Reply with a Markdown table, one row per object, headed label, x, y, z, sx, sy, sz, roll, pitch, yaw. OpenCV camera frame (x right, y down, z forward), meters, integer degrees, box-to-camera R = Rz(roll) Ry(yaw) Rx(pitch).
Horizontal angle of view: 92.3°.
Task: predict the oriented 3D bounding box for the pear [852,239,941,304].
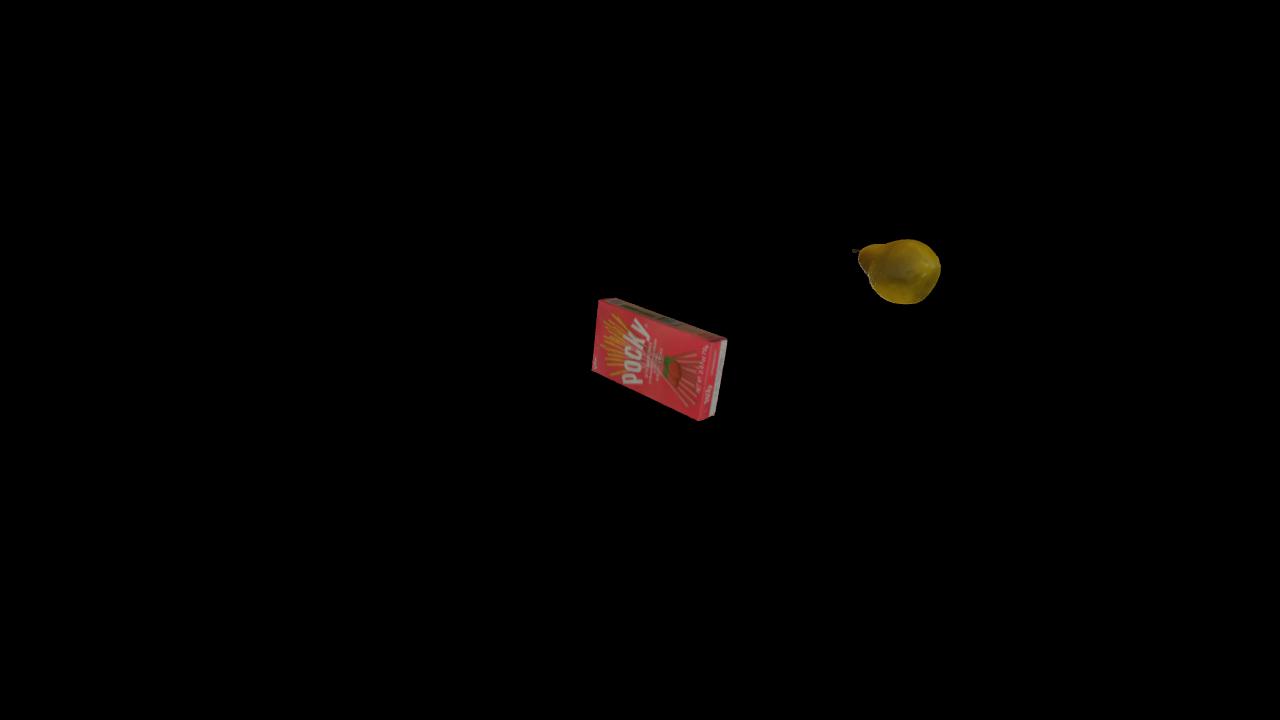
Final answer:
| label | x | y | z | sx | sy | sz | roll | pitch | yaw |
| --- | --- | --- | --- | --- | --- | --- | --- | --- | --- |
| pear | 0.290 | -0.114 | 0.720 | 0.080 | 0.080 | 0.111 | 0 | 31 | -48 |

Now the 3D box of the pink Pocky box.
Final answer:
| label | x | y | z | sx | sy | sz | roll | pitch | yaw |
| --- | --- | --- | --- | --- | --- | --- | --- | --- | --- |
| pink Pocky box | 0.014 | -0.004 | 0.630 | 0.155 | 0.084 | 0.029 | 24 | 26 | 37 |
